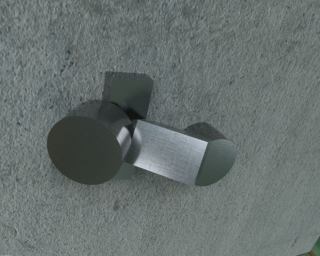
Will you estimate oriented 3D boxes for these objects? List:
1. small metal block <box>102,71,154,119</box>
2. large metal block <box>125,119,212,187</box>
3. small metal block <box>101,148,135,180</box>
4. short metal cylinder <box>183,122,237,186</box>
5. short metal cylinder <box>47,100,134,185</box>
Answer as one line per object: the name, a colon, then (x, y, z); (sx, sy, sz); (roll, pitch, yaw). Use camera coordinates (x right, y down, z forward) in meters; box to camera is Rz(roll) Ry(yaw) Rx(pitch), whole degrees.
small metal block: (-0.039, -0.038, 0.364); (0.050, 0.025, 0.050); (-1, 119, -28)
large metal block: (0.014, 0.027, 0.374); (0.080, 0.080, 0.050); (1, 107, -77)
small metal block: (-0.059, 0.040, 0.402); (0.050, 0.025, 0.050); (3, 117, -30)
short metal cylinder: (0.063, 0.038, 0.452); (0.081, 0.050, 0.079); (-14, 125, -21)
short metal cylinder: (-0.073, 0.015, 0.339); (0.080, 0.050, 0.079); (4, 114, 9)
